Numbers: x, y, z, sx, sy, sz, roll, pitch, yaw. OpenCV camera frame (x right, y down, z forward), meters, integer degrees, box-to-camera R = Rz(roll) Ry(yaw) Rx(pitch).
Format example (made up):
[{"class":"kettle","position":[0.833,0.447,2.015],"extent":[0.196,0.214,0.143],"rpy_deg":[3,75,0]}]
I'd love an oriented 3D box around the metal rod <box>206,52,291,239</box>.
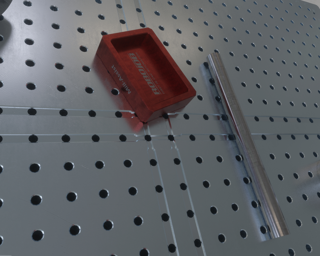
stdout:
[{"class":"metal rod","position":[0.125,0.011,0.468],"extent":[0.025,0.025,0.299],"rpy_deg":[0,62,-28]}]

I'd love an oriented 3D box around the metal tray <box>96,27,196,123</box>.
[{"class":"metal tray","position":[-0.019,-0.080,0.443],"extent":[0.091,0.030,0.130],"rpy_deg":[-24,75,-37]}]

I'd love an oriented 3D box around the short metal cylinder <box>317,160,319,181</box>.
[{"class":"short metal cylinder","position":[0.311,0.077,0.512],"extent":[0.081,0.050,0.080],"rpy_deg":[14,56,-21]}]

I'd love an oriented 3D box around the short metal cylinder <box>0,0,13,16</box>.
[{"class":"short metal cylinder","position":[-0.217,-0.167,0.358],"extent":[0.050,0.080,0.080],"rpy_deg":[40,51,-1]}]
